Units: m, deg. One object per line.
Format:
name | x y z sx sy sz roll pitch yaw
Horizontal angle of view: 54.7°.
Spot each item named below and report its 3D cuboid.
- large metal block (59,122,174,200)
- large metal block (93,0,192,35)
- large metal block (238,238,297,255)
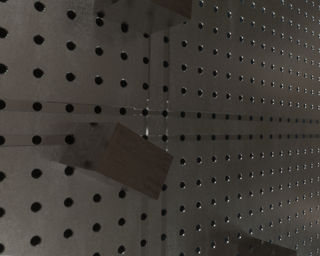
large metal block | -0.047 0.035 0.336 0.080 0.080 0.050 34 69 -35
large metal block | -0.019 -0.152 0.358 0.081 0.080 0.050 8 85 -40
large metal block | 0.185 0.246 0.532 0.050 0.080 0.079 -4 93 -40
